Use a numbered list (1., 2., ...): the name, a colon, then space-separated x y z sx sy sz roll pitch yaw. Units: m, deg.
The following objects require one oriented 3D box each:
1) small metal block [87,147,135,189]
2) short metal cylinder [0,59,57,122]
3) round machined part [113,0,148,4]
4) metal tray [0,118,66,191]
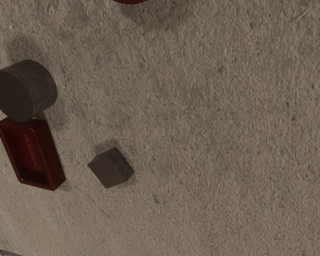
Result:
1. small metal block: -0.077 0.063 0.484 0.050 0.025 0.050 -26 105 36
2. short metal cylinder: -0.202 -0.056 0.460 0.080 0.050 0.079 13 124 20
3. round machined part: -0.025 -0.175 0.300 0.098 0.042 0.097 13 124 20
4. metal tray: -0.227 0.046 0.548 0.090 0.030 0.129 7 122 24
